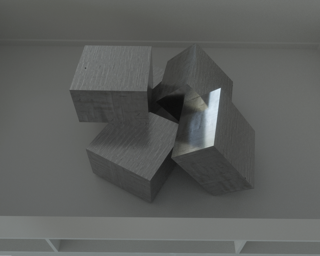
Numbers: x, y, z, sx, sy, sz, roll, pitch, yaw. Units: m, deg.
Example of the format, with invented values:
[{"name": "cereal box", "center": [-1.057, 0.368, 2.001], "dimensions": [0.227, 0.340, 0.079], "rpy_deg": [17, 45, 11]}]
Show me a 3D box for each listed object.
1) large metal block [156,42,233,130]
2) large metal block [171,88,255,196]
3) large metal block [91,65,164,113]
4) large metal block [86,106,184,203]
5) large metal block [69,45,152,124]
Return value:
[{"name": "large metal block", "center": [0.048, -0.048, 0.400], "dimensions": [0.080, 0.050, 0.080], "rpy_deg": [39, 45, -27]}, {"name": "large metal block", "center": [0.063, 0.017, 0.345], "dimensions": [0.050, 0.080, 0.080], "rpy_deg": [-21, 39, 36]}, {"name": "large metal block", "center": [-0.042, -0.052, 0.431], "dimensions": [0.080, 0.050, 0.080], "rpy_deg": [29, 56, 22]}, {"name": "large metal block", "center": [-0.025, 0.026, 0.361], "dimensions": [0.080, 0.050, 0.080], "rpy_deg": [24, 54, 18]}, {"name": "large metal block", "center": [-0.051, -0.052, 0.363], "dimensions": [0.080, 0.050, 0.080], "rpy_deg": [1, 49, 2]}]
